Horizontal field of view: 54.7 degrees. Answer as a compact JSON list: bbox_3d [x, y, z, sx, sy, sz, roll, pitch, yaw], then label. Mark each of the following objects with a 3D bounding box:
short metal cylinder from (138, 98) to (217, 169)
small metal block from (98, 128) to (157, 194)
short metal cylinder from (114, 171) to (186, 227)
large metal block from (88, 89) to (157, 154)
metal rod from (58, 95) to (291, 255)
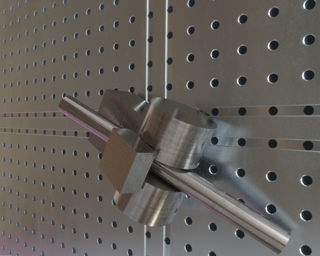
[{"bbox_3d":[0.018,0.004,0.355,0.080,0.081,0.050,35,111,34],"label":"short metal cylinder"},{"bbox_3d":[-0.036,0.034,0.332,0.050,0.025,0.050,40,115,42],"label":"small metal block"},{"bbox_3d":[-0.010,0.072,0.376,0.080,0.081,0.050,37,113,34],"label":"short metal cylinder"},{"bbox_3d":[-0.044,0.002,0.422,0.080,0.050,0.079,36,112,34],"label":"large metal block"},{"bbox_3d":[0.000,0.041,0.353,0.300,0.025,0.025,31,110,19],"label":"metal rod"}]
